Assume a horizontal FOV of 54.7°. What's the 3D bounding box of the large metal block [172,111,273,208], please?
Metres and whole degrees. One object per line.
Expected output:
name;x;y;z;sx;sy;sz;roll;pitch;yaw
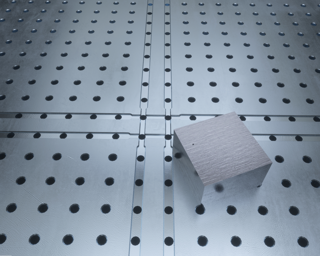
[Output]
large metal block;0.068;0.035;0.363;0.081;0.050;0.080;-16;52;-14
